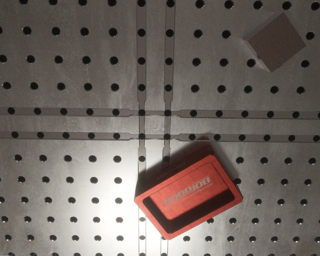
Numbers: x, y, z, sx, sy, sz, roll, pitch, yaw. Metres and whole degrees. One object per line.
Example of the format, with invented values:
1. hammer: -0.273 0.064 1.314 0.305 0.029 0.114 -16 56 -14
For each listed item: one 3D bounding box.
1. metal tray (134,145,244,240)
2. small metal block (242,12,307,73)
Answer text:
1. metal tray: 0.040 0.095 0.446 0.130 0.030 0.090 -32 108 10
2. small metal block: 0.138 -0.104 0.377 0.050 0.025 0.050 -39 106 13
